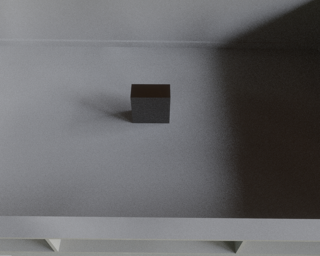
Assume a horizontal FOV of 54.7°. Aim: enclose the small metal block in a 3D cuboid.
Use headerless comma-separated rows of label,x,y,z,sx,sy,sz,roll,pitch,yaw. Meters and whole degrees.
small metal block,-0.012,-0.032,0.415,0.050,0.050,0.025,0,50,0
